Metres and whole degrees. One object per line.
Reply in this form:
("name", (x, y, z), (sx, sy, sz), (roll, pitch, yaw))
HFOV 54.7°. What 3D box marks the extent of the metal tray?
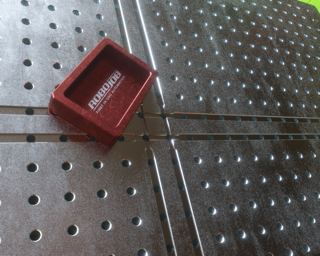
("metal tray", (-0.067, -0.050, 0.400), (0.090, 0.030, 0.130), (33, 51, -7))
